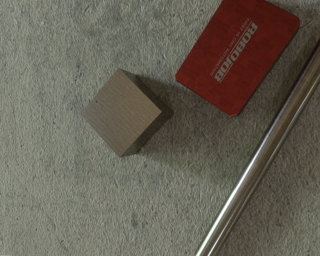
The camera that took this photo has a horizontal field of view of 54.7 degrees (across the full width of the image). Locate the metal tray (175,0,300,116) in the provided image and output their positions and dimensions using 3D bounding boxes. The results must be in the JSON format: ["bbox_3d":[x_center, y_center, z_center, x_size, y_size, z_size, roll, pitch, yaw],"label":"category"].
[{"bbox_3d":[0.091,-0.090,0.374,0.090,0.030,0.129,36,101,16],"label":"metal tray"}]

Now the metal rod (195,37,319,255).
[{"bbox_3d":[0.123,0.032,0.365,0.025,0.025,0.299,30,100,17],"label":"metal rod"}]

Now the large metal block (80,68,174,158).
[{"bbox_3d":[-0.043,-0.019,0.411,0.080,0.050,0.080,46,104,14],"label":"large metal block"}]
